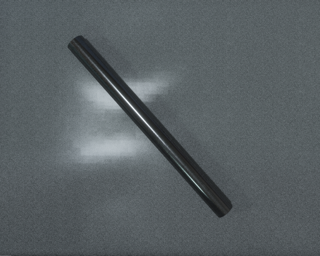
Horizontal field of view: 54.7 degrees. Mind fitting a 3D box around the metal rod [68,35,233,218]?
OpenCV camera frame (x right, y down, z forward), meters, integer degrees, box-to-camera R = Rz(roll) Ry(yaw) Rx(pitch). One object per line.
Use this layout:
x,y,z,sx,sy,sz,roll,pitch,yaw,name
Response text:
-0.013,-0.002,0.411,0.025,0.025,0.300,-42,91,0,metal rod
